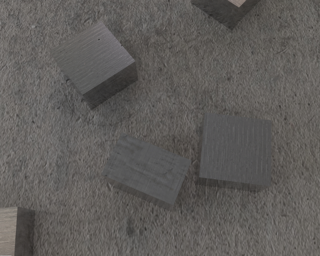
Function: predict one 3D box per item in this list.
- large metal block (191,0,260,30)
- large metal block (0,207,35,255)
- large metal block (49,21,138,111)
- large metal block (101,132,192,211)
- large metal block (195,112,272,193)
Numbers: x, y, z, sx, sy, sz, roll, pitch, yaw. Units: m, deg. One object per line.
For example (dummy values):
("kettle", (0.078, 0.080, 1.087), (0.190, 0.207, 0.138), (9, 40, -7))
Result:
("large metal block", (0.106, -0.212, 0.473), (0.080, 0.050, 0.080), (39, 75, 13))
("large metal block", (-0.191, 0.134, 0.344), (0.081, 0.050, 0.080), (-5, 70, -2))
("large metal block", (-0.088, -0.085, 0.425), (0.080, 0.050, 0.080), (-36, 74, -12))
("large metal block", (-0.014, 0.054, 0.359), (0.080, 0.080, 0.050), (22, 72, 7))
("large metal block", (0.089, 0.031, 0.384), (0.080, 0.050, 0.080), (7, 70, 2))
